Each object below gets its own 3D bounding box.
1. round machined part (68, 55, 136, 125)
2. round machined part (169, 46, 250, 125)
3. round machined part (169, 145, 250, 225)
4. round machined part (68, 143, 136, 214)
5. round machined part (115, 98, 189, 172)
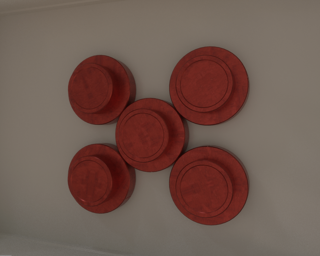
[{"bbox_3d":[-0.087,-0.053,0.429,0.098,0.042,0.097,0,90,19],"label":"round machined part"},{"bbox_3d":[0.058,-0.052,0.379,0.098,0.042,0.097,0,90,19],"label":"round machined part"},{"bbox_3d":[0.058,0.071,0.379,0.098,0.042,0.097,0,90,19],"label":"round machined part"},{"bbox_3d":[-0.087,0.071,0.429,0.098,0.042,0.097,0,90,19],"label":"round machined part"},{"bbox_3d":[-0.015,0.009,0.404,0.098,0.042,0.097,0,90,19],"label":"round machined part"}]
